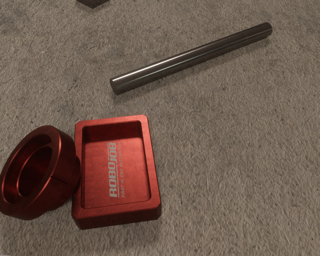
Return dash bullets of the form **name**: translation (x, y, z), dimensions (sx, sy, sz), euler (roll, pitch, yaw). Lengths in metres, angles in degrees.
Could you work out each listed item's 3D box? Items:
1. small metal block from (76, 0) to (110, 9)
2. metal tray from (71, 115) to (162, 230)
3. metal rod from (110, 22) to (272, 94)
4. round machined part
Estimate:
- **small metal block**: translation (-0.137, -0.272, 0.630), dimensions (0.050, 0.025, 0.050), euler (33, 57, 24)
- **metal tray**: translation (-0.052, 0.045, 0.361), dimensions (0.091, 0.030, 0.130), euler (-6, 50, -6)
- **metal rod**: translation (0.062, -0.119, 0.503), dimensions (0.302, 0.025, 0.025), euler (-24, 54, -20)
- **round machined part**: translation (-0.123, 0.049, 0.329), dimensions (0.098, 0.042, 0.098), euler (-21, 51, 28)
